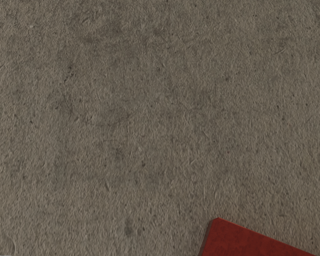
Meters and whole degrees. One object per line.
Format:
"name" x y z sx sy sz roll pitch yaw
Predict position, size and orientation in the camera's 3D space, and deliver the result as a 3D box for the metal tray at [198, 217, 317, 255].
"metal tray" 0.107 0.167 0.346 0.131 0.030 0.090 20 71 7
